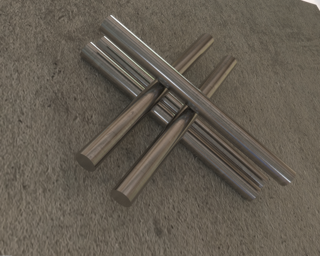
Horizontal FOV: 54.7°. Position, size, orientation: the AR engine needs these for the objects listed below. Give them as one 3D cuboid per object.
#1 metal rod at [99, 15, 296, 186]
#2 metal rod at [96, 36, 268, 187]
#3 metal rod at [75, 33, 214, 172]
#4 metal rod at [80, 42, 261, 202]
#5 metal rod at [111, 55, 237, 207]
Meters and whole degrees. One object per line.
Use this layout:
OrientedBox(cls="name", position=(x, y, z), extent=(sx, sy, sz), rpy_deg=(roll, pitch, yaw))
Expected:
OrientedBox(cls="metal rod", position=(0.047, -0.033, 0.388), extent=(0.300, 0.025, 0.025), rpy_deg=(40, 51, -1))
OrientedBox(cls="metal rod", position=(0.030, -0.020, 0.435), extent=(0.300, 0.025, 0.025), rpy_deg=(41, 51, -1))
OrientedBox(cls="metal rod", position=(0.000, -0.054, 0.407), extent=(0.025, 0.025, 0.301), rpy_deg=(41, 51, -1))
OrientedBox(cls="metal rod", position=(0.014, -0.008, 0.419), extent=(0.300, 0.025, 0.025), rpy_deg=(41, 51, -1))
OrientedBox(cls="metal rod", position=(0.036, -0.018, 0.405), extent=(0.025, 0.025, 0.301), rpy_deg=(41, 51, -1))
